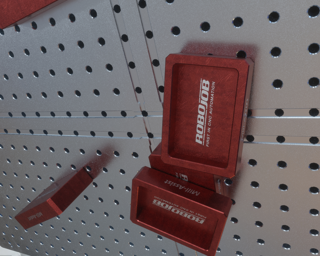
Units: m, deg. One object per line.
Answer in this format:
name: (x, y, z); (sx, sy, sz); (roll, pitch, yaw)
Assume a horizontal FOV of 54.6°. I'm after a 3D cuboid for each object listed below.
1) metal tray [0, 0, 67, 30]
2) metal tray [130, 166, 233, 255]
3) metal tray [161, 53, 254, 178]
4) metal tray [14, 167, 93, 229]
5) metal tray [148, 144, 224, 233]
metal tray: (-0.174, -0.187, 0.385); (0.130, 0.030, 0.090); (-9, 114, 32)
metal tray: (0.024, 0.114, 0.426); (0.130, 0.030, 0.089); (18, 126, 17)
metal tray: (0.050, -0.016, 0.352); (0.090, 0.030, 0.129); (10, 109, 23)
metal tray: (-0.187, 0.124, 0.545); (0.130, 0.090, 0.030); (-29, 102, 37)
metal tray: (0.041, 0.087, 0.440); (0.090, 0.030, 0.129); (2, 120, 27)
